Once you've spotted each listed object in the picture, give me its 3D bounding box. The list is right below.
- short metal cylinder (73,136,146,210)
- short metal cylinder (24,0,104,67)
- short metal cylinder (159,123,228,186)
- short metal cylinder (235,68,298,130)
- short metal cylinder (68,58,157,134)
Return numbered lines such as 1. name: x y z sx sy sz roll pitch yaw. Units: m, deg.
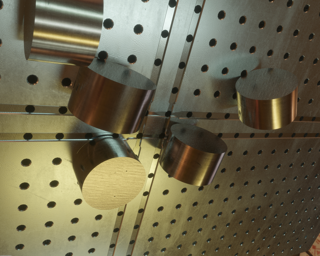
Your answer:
1. short metal cylinder: -0.065 0.057 0.396 0.081 0.050 0.079 -14 124 -21
2. short metal cylinder: -0.087 -0.096 0.269 0.050 0.080 0.079 1 118 -30
3. short metal cylinder: 0.045 0.034 0.423 0.081 0.080 0.050 5 116 -31
4. short metal cylinder: 0.149 -0.042 0.434 0.080 0.080 0.050 -26 128 -13
5. short metal cylinder: -0.050 -0.035 0.327 0.081 0.080 0.050 10 113 -33
